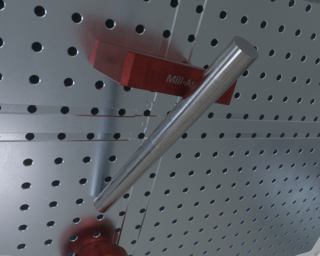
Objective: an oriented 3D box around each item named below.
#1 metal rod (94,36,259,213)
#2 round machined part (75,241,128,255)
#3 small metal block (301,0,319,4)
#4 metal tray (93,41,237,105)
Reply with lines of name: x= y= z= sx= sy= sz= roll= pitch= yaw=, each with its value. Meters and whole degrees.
metal rod: x=-0.007 y=0.022 z=0.340 sx=0.025 sy=0.025 sz=0.298 roll=9 pitch=140 yaw=-32
round machined part: x=-0.097 y=0.216 z=0.482 sx=0.099 sy=0.042 sz=0.097 roll=-14 pitch=124 yaw=-21
small metal block: x=0.165 y=-0.175 z=0.377 sx=0.050 sy=0.050 sz=0.025 roll=5 pitch=116 yaw=-31
metal tray: x=0.006 y=-0.059 z=0.333 sx=0.131 sy=0.090 sz=0.030 roll=7 pitch=106 yaw=-32
